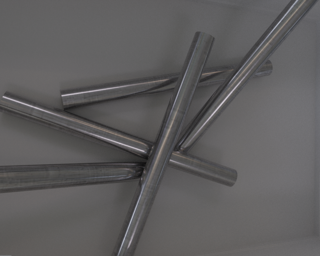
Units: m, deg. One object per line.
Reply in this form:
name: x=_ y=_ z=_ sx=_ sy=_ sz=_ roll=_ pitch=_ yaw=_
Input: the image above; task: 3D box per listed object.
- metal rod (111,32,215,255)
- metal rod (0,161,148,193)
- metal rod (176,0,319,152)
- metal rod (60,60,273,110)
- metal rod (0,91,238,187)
metal rod: x=0.001 y=0.030 z=0.370 sx=0.025 sy=0.025 sz=0.299 roll=21 pitch=90 yaw=-19
metal rod: x=-0.113 y=0.048 z=0.308 sx=0.302 sy=0.025 sz=0.025 roll=4 pitch=89 yaw=-43
metal rod: x=0.118 y=-0.085 z=0.385 sx=0.025 sy=0.025 sz=0.299 roll=34 pitch=105 yaw=-17
metal rod: x=0.023 y=-0.062 z=0.418 sx=0.302 sy=0.025 sz=0.025 roll=-12 pitch=94 yaw=-20
metal rod: x=-0.038 y=0.019 z=0.386 sx=0.302 sy=0.025 sz=0.025 roll=20 pitch=84 yaw=-15
